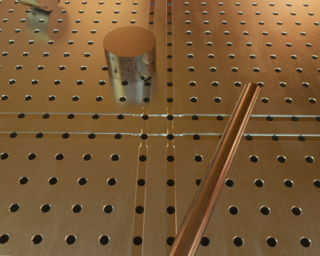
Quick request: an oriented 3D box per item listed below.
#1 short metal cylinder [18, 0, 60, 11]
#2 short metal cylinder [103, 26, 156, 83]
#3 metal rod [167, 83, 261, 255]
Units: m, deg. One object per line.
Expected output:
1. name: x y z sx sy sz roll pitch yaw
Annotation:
1. short metal cylinder: -0.236 -0.274 0.600 0.050 0.080 0.080 18 52 15
2. short metal cylinder: -0.046 -0.117 0.489 0.080 0.050 0.080 0 50 0
3. metal rod: 0.070 0.047 0.368 0.025 0.025 0.301 20 53 16
